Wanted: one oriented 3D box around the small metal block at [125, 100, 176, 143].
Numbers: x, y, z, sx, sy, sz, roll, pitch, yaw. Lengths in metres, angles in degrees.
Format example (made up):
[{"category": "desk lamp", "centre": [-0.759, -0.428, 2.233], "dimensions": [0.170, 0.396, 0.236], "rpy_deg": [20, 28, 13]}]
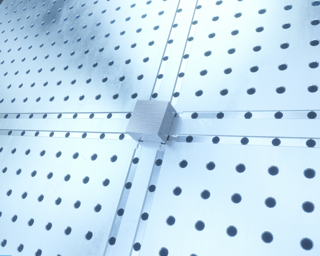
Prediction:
[{"category": "small metal block", "centre": [-0.012, -0.010, 0.419], "dimensions": [0.050, 0.025, 0.050], "rpy_deg": [5, 64, 30]}]
